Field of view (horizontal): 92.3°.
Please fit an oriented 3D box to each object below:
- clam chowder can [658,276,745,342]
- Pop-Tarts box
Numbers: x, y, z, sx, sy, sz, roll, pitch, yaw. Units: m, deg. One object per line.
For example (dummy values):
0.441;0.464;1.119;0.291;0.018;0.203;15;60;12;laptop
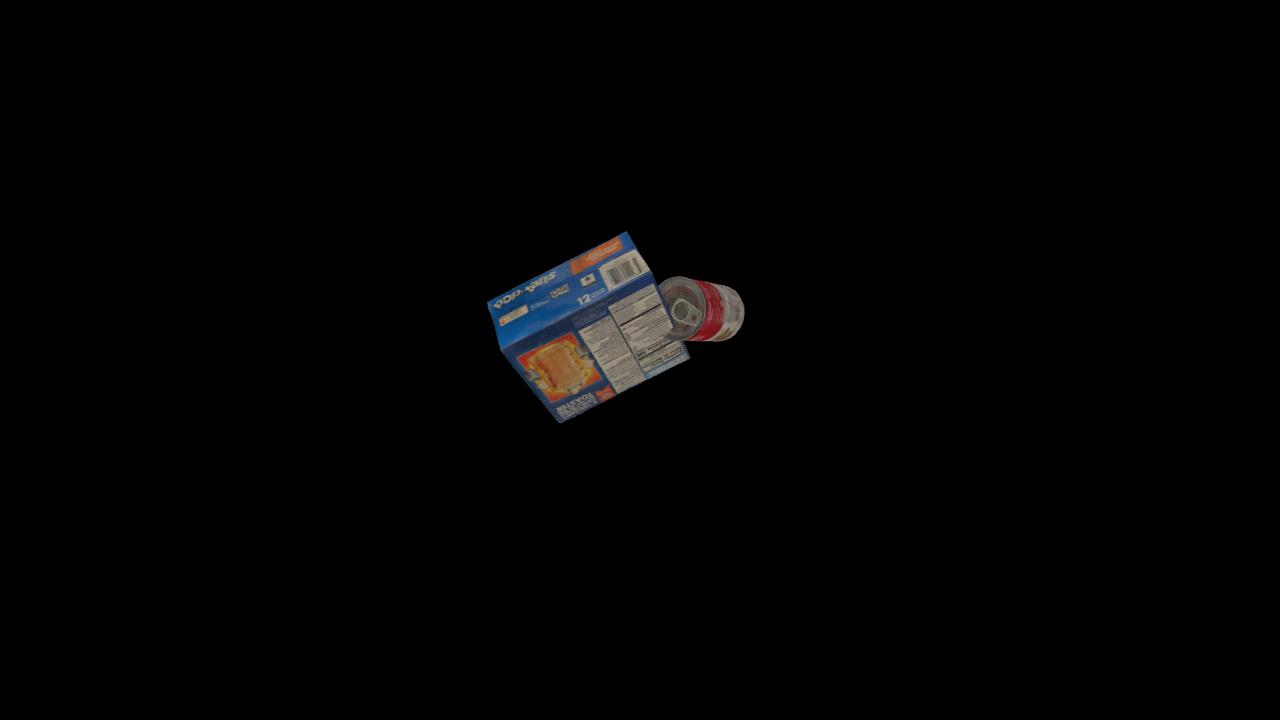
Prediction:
0.065;-0.054;0.676;0.068;0.068;0.102;0;1;34;clam chowder can
-0.052;-0.031;0.664;0.167;0.083;0.141;-27;-43;2;Pop-Tarts box
